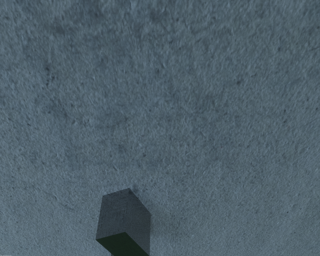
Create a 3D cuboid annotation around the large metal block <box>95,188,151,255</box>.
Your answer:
[{"bbox_3d":[-0.056,0.159,0.506,0.050,0.080,0.080,-20,128,15],"label":"large metal block"}]

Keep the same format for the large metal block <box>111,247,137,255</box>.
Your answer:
[{"bbox_3d":[-0.078,0.299,0.625,0.050,0.080,0.079,6,130,-5],"label":"large metal block"}]
